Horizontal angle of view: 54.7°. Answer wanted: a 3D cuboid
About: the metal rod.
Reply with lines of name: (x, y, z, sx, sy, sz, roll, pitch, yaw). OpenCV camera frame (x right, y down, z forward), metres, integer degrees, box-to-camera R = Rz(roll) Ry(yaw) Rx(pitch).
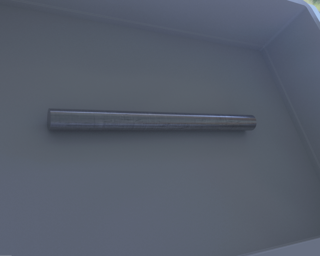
metal rod: (0.010, -0.009, 0.415, 0.303, 0.025, 0.025, 0, 62, -28)
